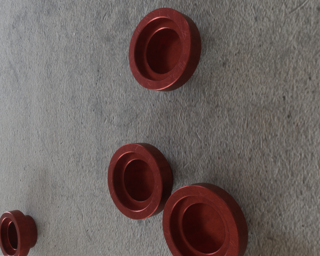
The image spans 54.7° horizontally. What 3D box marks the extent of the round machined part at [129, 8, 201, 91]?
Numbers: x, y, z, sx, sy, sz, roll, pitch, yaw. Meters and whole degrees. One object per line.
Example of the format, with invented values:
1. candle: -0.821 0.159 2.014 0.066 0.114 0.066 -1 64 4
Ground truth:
1. round machined part: 0.010 -0.094 0.386 0.098 0.042 0.097 0 90 40

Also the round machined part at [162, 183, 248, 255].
1. round machined part: 0.054 0.111 0.350 0.098 0.042 0.097 0 90 40

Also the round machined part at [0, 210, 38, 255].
1. round machined part: -0.287 0.216 0.631 0.098 0.042 0.097 0 90 40

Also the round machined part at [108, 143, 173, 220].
1. round machined part: -0.022 0.068 0.412 0.098 0.042 0.097 0 90 40
